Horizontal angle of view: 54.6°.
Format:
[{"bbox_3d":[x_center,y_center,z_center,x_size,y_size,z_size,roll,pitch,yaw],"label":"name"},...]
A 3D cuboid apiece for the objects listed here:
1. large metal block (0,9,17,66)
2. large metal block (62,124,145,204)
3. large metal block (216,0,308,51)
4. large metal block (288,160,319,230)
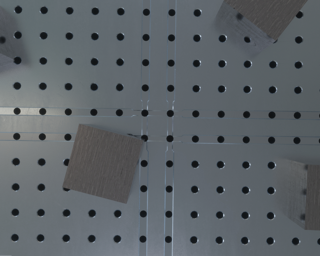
[{"bbox_3d":[-0.247,-0.118,0.399,0.080,0.050,0.080,-17,90,0],"label":"large metal block"},{"bbox_3d":[-0.069,0.043,0.400,0.080,0.050,0.080,15,90,0],"label":"large metal block"},{"bbox_3d":[0.134,-0.162,0.402,0.080,0.050,0.080,38,90,0],"label":"large metal block"},{"bbox_3d":[0.218,0.086,0.402,0.080,0.050,0.080,3,90,0],"label":"large metal block"}]
